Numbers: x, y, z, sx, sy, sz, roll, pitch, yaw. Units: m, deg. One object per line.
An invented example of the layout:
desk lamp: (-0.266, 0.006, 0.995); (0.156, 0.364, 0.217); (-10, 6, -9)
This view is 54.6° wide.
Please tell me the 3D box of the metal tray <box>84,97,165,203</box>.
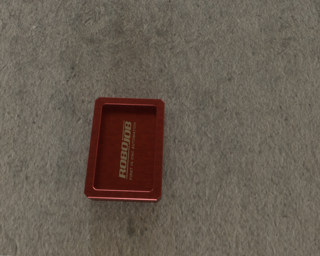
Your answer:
metal tray: (-0.041, 0.026, 0.395); (0.090, 0.030, 0.130); (2, 70, 1)
